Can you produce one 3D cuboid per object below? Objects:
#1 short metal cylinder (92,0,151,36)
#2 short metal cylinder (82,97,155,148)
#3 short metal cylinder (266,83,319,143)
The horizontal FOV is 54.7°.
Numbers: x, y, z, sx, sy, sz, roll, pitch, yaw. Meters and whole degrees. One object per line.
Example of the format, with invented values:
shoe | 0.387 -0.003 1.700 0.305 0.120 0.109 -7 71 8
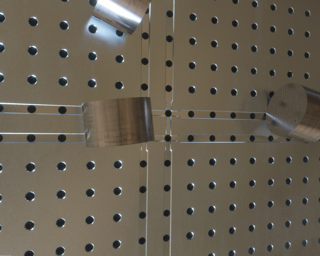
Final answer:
short metal cylinder | -0.041 -0.158 0.368 0.050 0.080 0.080 25 82 -19
short metal cylinder | -0.049 -0.007 0.365 0.081 0.080 0.050 -7 93 -20
short metal cylinder | 0.205 -0.022 0.459 0.050 0.080 0.080 15 85 -20
